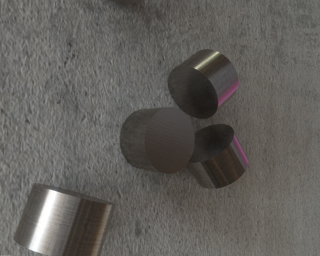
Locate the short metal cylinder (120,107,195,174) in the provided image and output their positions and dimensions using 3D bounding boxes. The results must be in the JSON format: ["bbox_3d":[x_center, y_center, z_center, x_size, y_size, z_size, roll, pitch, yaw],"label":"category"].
[{"bbox_3d":[-0.003,0.015,0.388,0.081,0.050,0.079,0,90,-40],"label":"short metal cylinder"}]

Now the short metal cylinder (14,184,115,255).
[{"bbox_3d":[-0.089,0.088,0.296,0.080,0.080,0.050,25,74,-38],"label":"short metal cylinder"}]

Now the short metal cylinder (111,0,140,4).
[{"bbox_3d":[-0.041,-0.184,0.335,0.080,0.080,0.050,40,66,-33],"label":"short metal cylinder"}]

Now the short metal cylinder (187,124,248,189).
[{"bbox_3d":[0.076,0.039,0.435,0.080,0.080,0.050,-47,119,-30],"label":"short metal cylinder"}]

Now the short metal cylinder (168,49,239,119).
[{"bbox_3d":[0.058,-0.059,0.420,0.050,0.080,0.080,-41,116,-32],"label":"short metal cylinder"}]
